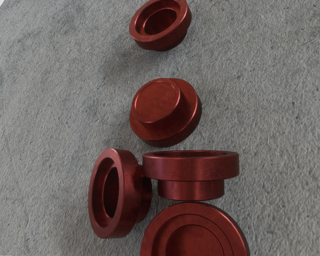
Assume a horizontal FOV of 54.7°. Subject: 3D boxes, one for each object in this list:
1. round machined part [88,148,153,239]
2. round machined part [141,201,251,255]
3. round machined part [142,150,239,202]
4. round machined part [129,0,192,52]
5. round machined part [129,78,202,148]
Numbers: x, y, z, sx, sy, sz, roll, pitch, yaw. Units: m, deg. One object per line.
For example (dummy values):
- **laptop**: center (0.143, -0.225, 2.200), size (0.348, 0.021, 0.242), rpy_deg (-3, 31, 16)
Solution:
- **round machined part**: center (-0.044, 0.073, 0.352), size (0.098, 0.042, 0.098), rpy_deg (-23, 62, 54)
- **round machined part**: center (0.035, 0.119, 0.291), size (0.098, 0.042, 0.098), rpy_deg (-5, 75, 22)
- **round machined part**: center (0.031, 0.047, 0.320), size (0.098, 0.098, 0.042), rpy_deg (-1, 90, 28)
- **round machined part**: center (0.004, -0.160, 0.489), size (0.098, 0.042, 0.098), rpy_deg (-13, 56, 21)
- **round machined part**: center (0.002, -0.027, 0.409), size (0.098, 0.042, 0.098), rpy_deg (-13, 56, 21)
